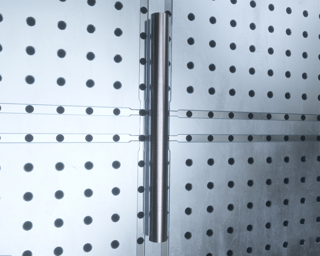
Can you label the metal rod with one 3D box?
[{"bbox_3d":[-0.001,-0.001,0.413,0.025,0.025,0.298,0,90,-20],"label":"metal rod"}]
